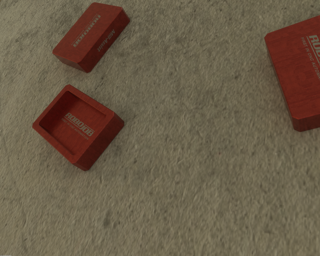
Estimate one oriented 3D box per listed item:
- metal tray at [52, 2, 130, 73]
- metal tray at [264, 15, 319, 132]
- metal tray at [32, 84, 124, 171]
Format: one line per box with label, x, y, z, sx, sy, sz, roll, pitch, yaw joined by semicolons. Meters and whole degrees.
metal tray;-0.127;-0.169;0.568;0.090;0.030;0.130;26;75;36
metal tray;0.179;-0.067;0.348;0.090;0.030;0.130;-16;55;18
metal tray;-0.126;-0.005;0.467;0.130;0.030;0.090;30;78;37
